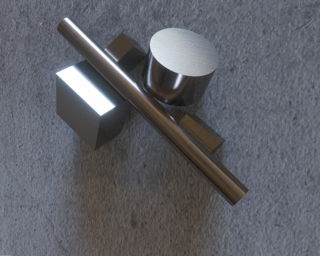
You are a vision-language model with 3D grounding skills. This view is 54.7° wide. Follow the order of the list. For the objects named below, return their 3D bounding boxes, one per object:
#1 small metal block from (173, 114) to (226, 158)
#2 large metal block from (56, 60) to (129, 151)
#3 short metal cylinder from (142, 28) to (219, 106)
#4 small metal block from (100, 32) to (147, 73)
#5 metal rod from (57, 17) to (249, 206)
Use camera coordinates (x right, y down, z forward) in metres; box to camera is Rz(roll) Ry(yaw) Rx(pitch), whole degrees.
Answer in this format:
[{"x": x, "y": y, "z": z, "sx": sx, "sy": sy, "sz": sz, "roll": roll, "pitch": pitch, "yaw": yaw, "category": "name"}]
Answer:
[{"x": 0.049, "y": 0.009, "z": 0.376, "sx": 0.050, "sy": 0.050, "sz": 0.025, "roll": 42, "pitch": 103, "yaw": 14, "category": "small metal block"}, {"x": -0.090, "y": -0.030, "z": 0.409, "sx": 0.080, "sy": 0.050, "sz": 0.080, "roll": 42, "pitch": 144, "yaw": 14, "category": "large metal block"}, {"x": 0.023, "y": -0.072, "z": 0.366, "sx": 0.080, "sy": 0.080, "sz": 0.050, "roll": 41, "pitch": 144, "yaw": 15, "category": "short metal cylinder"}, {"x": -0.050, "y": -0.095, "z": 0.414, "sx": 0.050, "sy": 0.050, "sz": 0.025, "roll": -40, "pitch": 78, "yaw": 15, "category": "small metal block"}, {"x": -0.018, "y": -0.029, "z": 0.363, "sx": 0.300, "sy": 0.025, "sz": 0.025, "roll": 45, "pitch": 104, "yaw": 14, "category": "metal rod"}]
